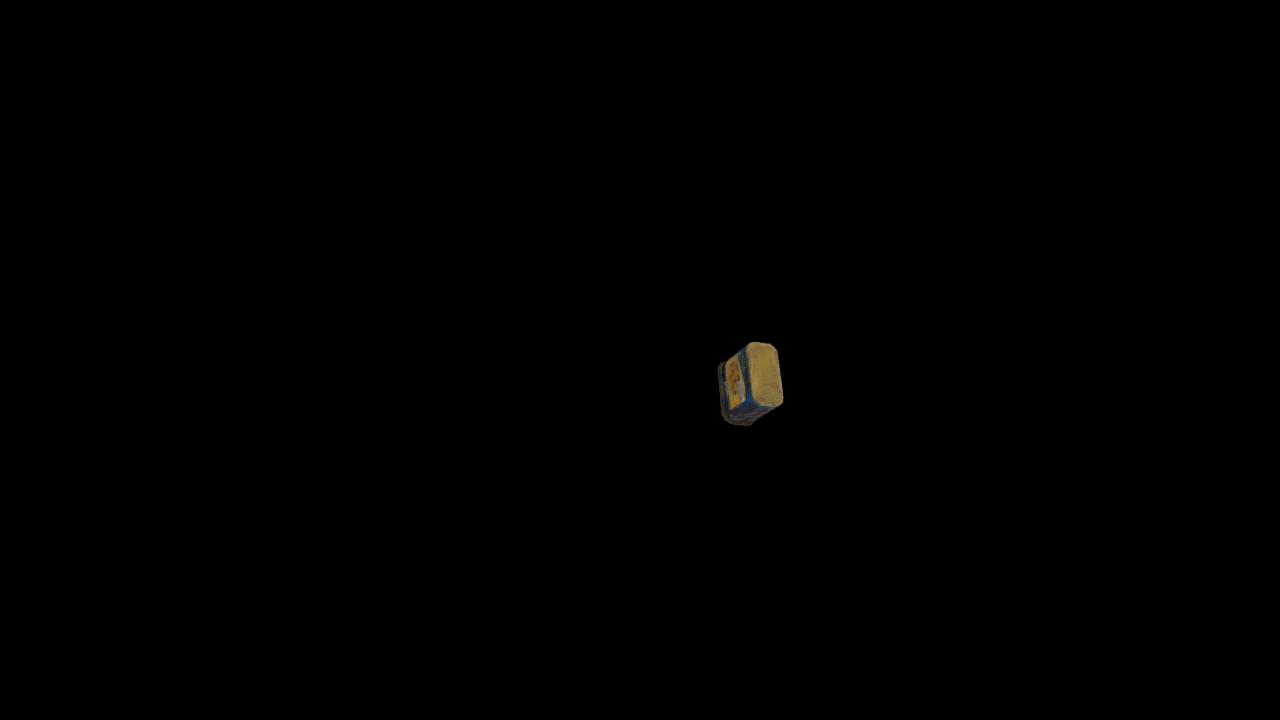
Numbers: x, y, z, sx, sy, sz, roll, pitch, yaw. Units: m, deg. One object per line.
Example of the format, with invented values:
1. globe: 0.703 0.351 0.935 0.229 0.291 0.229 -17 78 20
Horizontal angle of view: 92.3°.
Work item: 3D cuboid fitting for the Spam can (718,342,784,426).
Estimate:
1. Spam can: 0.159 0.034 0.889 0.058 0.101 0.085 6 -25 -19
